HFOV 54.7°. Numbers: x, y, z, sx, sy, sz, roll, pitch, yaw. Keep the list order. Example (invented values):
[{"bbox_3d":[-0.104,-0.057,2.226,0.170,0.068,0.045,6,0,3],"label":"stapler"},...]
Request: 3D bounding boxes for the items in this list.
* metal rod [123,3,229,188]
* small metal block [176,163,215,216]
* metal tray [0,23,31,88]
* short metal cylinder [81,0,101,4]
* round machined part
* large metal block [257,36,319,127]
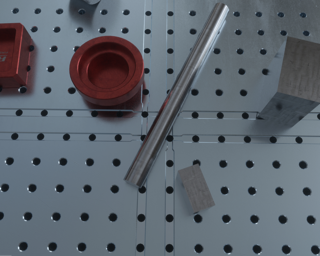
[{"bbox_3d":[0.030,-0.057,0.432,0.025,0.025,0.300,24,72,8],"label":"metal rod"},{"bbox_3d":[0.041,0.075,0.371,0.025,0.050,0.050,-19,71,-7],"label":"small metal block"},{"bbox_3d":[-0.260,-0.103,0.444,0.131,0.030,0.090,-2,70,-1],"label":"metal tray"},{"bbox_3d":[-0.114,-0.237,0.468,0.050,0.080,0.080,30,73,10],"label":"short metal cylinder"},{"bbox_3d":[-0.071,-0.075,0.429,0.099,0.042,0.098,0,70,0],"label":"round machined part"},{"bbox_3d":[0.170,-0.058,0.405,0.050,0.080,0.080,16,71,5],"label":"large metal block"}]
